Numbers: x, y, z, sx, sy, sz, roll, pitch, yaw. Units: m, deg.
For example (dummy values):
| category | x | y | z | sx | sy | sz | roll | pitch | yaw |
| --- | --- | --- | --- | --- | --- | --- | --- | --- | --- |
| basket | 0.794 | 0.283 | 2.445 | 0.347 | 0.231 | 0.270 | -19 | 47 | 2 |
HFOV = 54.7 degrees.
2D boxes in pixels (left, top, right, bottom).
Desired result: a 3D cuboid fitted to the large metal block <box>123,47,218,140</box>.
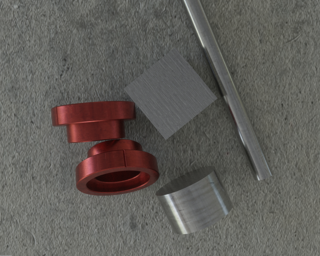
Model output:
| category | x | y | z | sx | sy | sz | roll | pitch | yaw |
| --- | --- | --- | --- | --- | --- | --- | --- | --- | --- |
| large metal block | 0.013 | -0.042 | 0.397 | 0.080 | 0.050 | 0.080 | -39 | 90 | 0 |

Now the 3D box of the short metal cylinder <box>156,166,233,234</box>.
| category | x | y | z | sx | sy | sz | roll | pitch | yaw |
| --- | --- | --- | --- | --- | --- | --- | --- | --- | --- |
| short metal cylinder | 0.042 | 0.087 | 0.383 | 0.080 | 0.080 | 0.050 | -25 | 90 | 0 |

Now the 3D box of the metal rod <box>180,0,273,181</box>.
| category | x | y | z | sx | sy | sz | roll | pitch | yaw |
| --- | --- | --- | --- | --- | --- | --- | --- | --- | --- |
| metal rod | 0.080 | -0.073 | 0.410 | 0.025 | 0.025 | 0.299 | -23 | 90 | 0 |

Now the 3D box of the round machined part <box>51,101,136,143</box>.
| category | x | y | z | sx | sy | sz | roll | pitch | yaw |
| --- | --- | --- | --- | --- | --- | --- | --- | --- | --- |
| round machined part | -0.078 | -0.006 | 0.373 | 0.099 | 0.098 | 0.042 | -5 | 90 | 0 |

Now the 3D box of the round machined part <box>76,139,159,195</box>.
| category | x | y | z | sx | sy | sz | roll | pitch | yaw |
| --- | --- | --- | --- | --- | --- | --- | --- | --- | --- |
| round machined part | -0.053 | 0.047 | 0.379 | 0.099 | 0.098 | 0.042 | -11 | 63 | 0 |
